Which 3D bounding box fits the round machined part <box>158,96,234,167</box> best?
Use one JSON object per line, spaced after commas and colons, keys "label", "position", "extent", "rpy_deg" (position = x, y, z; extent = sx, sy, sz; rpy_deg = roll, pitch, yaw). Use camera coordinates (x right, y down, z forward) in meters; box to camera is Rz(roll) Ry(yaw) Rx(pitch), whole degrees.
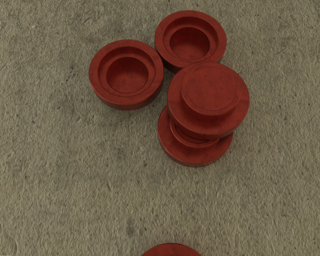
{"label": "round machined part", "position": [0.046, -0.001, 0.400], "extent": [0.099, 0.042, 0.098], "rpy_deg": [0, 70, 0]}

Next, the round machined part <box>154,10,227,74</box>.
{"label": "round machined part", "position": [0.041, -0.114, 0.440], "extent": [0.099, 0.042, 0.098], "rpy_deg": [1, 69, -2]}

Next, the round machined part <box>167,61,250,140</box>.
{"label": "round machined part", "position": [0.058, -0.038, 0.369], "extent": [0.099, 0.042, 0.098], "rpy_deg": [0, 69, 0]}

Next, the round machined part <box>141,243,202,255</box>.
{"label": "round machined part", "position": [0.013, 0.176, 0.335], "extent": [0.099, 0.042, 0.098], "rpy_deg": [0, 70, 0]}

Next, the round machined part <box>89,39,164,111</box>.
{"label": "round machined part", "position": [-0.044, -0.068, 0.424], "extent": [0.099, 0.042, 0.098], "rpy_deg": [0, 70, 0]}
